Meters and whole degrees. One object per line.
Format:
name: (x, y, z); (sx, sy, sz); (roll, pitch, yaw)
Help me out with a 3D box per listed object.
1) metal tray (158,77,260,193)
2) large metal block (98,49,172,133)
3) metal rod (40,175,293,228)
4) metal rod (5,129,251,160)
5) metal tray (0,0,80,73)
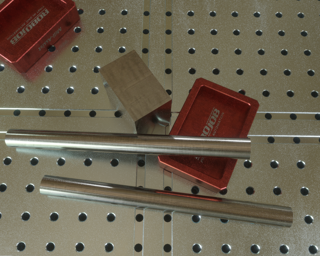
metal tray: (0.064, 0.007, 0.407); (0.090, 0.030, 0.130); (24, 71, 8)
large metal block: (-0.030, -0.038, 0.396); (0.050, 0.080, 0.080); (-32, 74, -11)
metal rod: (0.006, 0.089, 0.379); (0.302, 0.025, 0.025); (7, 70, 2)
metal rod: (-0.046, 0.019, 0.379); (0.301, 0.025, 0.025); (2, 70, 10)
metal tray: (-0.198, -0.156, 0.463); (0.090, 0.030, 0.130); (35, 73, 11)
